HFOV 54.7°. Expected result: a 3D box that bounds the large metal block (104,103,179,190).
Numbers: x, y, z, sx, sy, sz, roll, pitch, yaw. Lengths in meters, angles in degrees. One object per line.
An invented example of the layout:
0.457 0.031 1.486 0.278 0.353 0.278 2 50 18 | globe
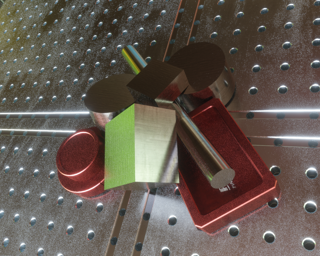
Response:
-0.024 0.026 0.350 0.080 0.050 0.080 -27 60 55 | large metal block

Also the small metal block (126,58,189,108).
-0.003 -0.051 0.368 0.050 0.025 0.050 30 70 38 | small metal block

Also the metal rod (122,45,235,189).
0.004 -0.038 0.393 0.025 0.025 0.300 -37 42 4 | metal rod

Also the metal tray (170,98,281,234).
0.058 0.037 0.347 0.090 0.030 0.130 -31 52 7 | metal tray

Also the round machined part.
-0.100 0.040 0.420 0.098 0.042 0.098 -13 56 21 | round machined part

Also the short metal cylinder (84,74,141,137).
-0.055 -0.029 0.420 0.080 0.050 0.080 -8 44 9 | short metal cylinder

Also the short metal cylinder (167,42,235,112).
0.051 -0.063 0.400 0.080 0.050 0.080 -13 56 21 | short metal cylinder
